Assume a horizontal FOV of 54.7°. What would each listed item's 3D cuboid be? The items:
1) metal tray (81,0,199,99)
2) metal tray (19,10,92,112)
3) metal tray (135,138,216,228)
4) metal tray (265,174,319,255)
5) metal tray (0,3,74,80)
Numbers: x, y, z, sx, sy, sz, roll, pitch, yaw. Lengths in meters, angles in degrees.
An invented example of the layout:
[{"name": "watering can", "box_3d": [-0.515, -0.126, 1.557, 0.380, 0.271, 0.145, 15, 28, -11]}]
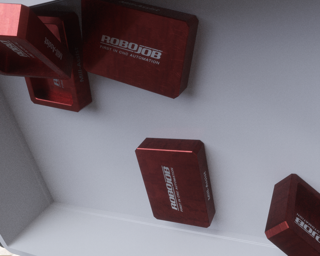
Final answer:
[{"name": "metal tray", "box_3d": [-0.028, -0.096, 0.361, 0.130, 0.030, 0.089, 19, 126, 16]}, {"name": "metal tray", "box_3d": [-0.148, -0.091, 0.427, 0.090, 0.030, 0.129, 11, 123, 22]}, {"name": "metal tray", "box_3d": [0.024, 0.078, 0.441, 0.090, 0.030, 0.129, 1, 119, 27]}, {"name": "metal tray", "box_3d": [0.183, 0.123, 0.345, 0.130, 0.090, 0.030, 40, 129, 1]}, {"name": "metal tray", "box_3d": [-0.156, -0.085, 0.325, 0.091, 0.130, 0.030, 4, 83, 2]}]
